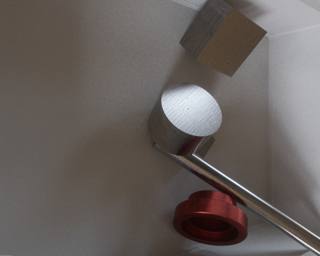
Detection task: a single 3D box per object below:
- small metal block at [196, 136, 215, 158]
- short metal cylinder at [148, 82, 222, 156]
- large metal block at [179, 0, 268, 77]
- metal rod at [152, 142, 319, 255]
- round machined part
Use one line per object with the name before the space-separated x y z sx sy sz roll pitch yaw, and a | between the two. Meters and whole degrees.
small metal block | 0.047 0.018 0.449 0.050 0.025 0.050 -53 121 -27
short metal cylinder | 0.031 -0.011 0.394 0.081 0.050 0.080 12 54 -17
large metal block | 0.089 -0.129 0.441 0.081 0.050 0.080 13 123 -40
metal rod | 0.120 0.098 0.433 0.301 0.025 0.025 34 67 -9
round machined part | 0.070 0.121 0.425 0.098 0.098 0.042 46 41 -31
